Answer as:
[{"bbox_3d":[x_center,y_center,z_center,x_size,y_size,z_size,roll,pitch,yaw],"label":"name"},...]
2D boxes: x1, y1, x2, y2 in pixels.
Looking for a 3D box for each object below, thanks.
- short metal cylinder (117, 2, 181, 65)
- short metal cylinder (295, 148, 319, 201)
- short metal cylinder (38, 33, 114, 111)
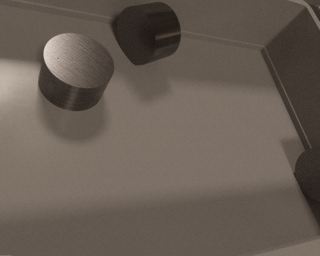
[{"bbox_3d":[-0.017,-0.136,0.446,0.050,0.080,0.080,-28,78,-38],"label":"short metal cylinder"},{"bbox_3d":[0.257,0.068,0.471,0.050,0.080,0.080,-4,64,-30],"label":"short metal cylinder"},{"bbox_3d":[-0.102,-0.067,0.377,0.081,0.050,0.080,14,56,-21],"label":"short metal cylinder"}]
